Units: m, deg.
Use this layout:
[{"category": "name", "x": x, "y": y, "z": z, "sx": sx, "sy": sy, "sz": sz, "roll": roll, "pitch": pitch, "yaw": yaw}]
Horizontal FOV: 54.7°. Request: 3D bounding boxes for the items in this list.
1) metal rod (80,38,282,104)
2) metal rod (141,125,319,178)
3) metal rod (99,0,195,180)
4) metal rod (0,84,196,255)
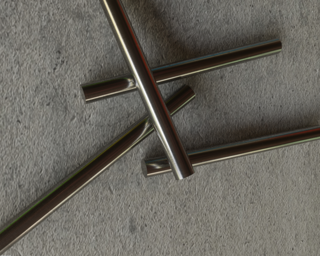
[{"category": "metal rod", "x": 0.042, "y": -0.083, "z": 0.425, "sx": 0.302, "sy": 0.025, "sz": 0.025, "roll": -18, "pitch": 96, "yaw": -20}, {"category": "metal rod", "x": 0.119, "y": 0.030, "z": 0.454, "sx": 0.303, "sy": 0.025, "sz": 0.025, "roll": -9, "pitch": 94, "yaw": -20}, {"category": "metal rod", "x": -0.028, "y": -0.080, "z": 0.374, "sx": 0.025, "sy": 0.025, "sz": 0.299, "roll": -23, "pitch": 89, "yaw": -19}, {"category": "metal rod", "x": -0.073, "y": 0.041, "z": 0.382, "sx": 0.301, "sy": 0.025, "sz": 0.025, "roll": -39, "pitch": 103, "yaw": -16}]
